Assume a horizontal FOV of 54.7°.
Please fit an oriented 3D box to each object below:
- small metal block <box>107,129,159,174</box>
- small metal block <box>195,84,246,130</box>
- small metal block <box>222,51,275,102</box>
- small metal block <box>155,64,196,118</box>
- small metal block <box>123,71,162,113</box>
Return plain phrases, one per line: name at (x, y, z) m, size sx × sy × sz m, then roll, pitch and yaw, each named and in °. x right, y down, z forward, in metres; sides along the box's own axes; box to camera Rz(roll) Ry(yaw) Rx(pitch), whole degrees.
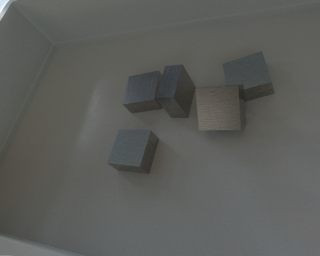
small metal block at (-0.035, 0.030, 0.406) m, size 0.050 × 0.025 × 0.050 m, roll 2°, pitch 63°, yaw 29°
small metal block at (0.072, -0.024, 0.366) m, size 0.050 × 0.025 × 0.050 m, roll -1°, pitch 102°, yaw 28°
small metal block at (0.109, -0.062, 0.386) m, size 0.050 × 0.025 × 0.050 m, roll -16°, pitch 55°, yaw 19°
small metal block at (0.022, -0.047, 0.407) m, size 0.025 × 0.050 × 0.050 m, roll 1°, pitch 63°, yaw 29°
small metal block at (-0.022, -0.052, 0.449) m, size 0.050 × 0.025 × 0.050 m, roll -6°, pitch 59°, yaw 25°
